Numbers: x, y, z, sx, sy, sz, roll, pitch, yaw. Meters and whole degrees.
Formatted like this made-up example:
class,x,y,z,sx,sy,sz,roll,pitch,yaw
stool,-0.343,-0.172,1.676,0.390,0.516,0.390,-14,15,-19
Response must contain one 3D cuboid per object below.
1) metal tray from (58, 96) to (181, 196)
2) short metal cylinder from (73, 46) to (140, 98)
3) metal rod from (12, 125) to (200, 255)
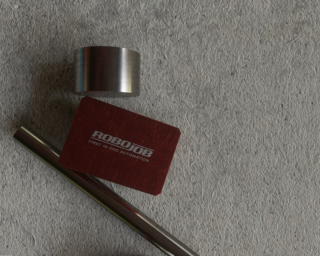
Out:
class,x,y,z,sx,sy,sz,roll,pitch,yaw
metal tray,-0.049,0.023,0.394,0.131,0.030,0.090,19,84,-7
short metal cylinder,-0.065,-0.066,0.382,0.081,0.080,0.050,1,90,0
metal rod,-0.065,0.096,0.409,0.301,0.025,0.025,37,90,0
